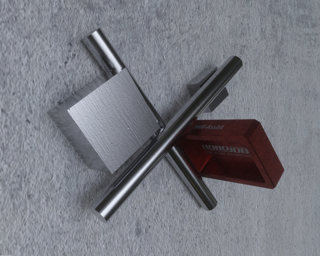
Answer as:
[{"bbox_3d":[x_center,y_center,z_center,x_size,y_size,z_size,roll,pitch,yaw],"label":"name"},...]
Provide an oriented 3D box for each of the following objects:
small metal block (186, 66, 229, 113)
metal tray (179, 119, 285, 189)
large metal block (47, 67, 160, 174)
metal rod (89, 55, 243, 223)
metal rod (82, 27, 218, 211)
[{"bbox_3d":[0.073,-0.058,0.469,0.050,0.025,0.050,-43,116,-32],"label":"small metal block"},{"bbox_3d":[0.084,0.032,0.410,0.030,0.130,0.090,-50,120,-28],"label":"metal tray"},{"bbox_3d":[-0.059,-0.009,0.341,0.080,0.050,0.080,-44,117,-31],"label":"large metal block"},{"bbox_3d":[0.025,-0.005,0.396,0.301,0.025,0.025,-47,118,-30],"label":"metal rod"},{"bbox_3d":[0.000,0.006,0.408,0.025,0.025,0.299,-50,120,-29],"label":"metal rod"}]
